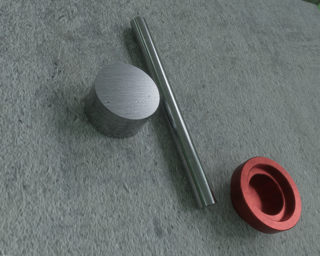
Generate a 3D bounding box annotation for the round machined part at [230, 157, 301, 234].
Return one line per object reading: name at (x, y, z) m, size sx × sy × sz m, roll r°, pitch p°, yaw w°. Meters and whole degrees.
round machined part at (0.134, 0.091, 0.412) m, size 0.099 × 0.042 × 0.098 m, roll 14°, pitch 56°, yaw -21°

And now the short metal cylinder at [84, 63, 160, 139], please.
short metal cylinder at (-0.048, -0.033, 0.384) m, size 0.081 × 0.050 × 0.080 m, roll 14°, pitch 56°, yaw -21°

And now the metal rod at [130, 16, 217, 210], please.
metal rod at (0.012, -0.035, 0.433) m, size 0.025 × 0.025 × 0.299 m, roll -6°, pitch 65°, yaw -31°
